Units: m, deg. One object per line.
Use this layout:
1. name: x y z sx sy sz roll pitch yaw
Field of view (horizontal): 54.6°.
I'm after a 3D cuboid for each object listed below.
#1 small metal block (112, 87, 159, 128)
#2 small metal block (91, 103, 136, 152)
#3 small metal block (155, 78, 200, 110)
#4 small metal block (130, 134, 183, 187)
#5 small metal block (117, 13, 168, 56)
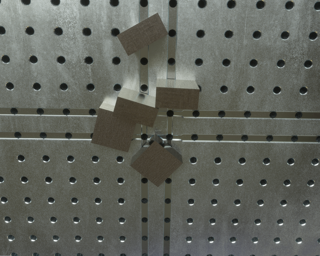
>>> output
1. small metal block: -0.029 -0.027 0.390 0.050 0.050 0.025 16 109 -6
2. small metal block: -0.059 -0.001 0.413 0.050 0.025 0.050 15 109 -6
3. small metal block: 0.020 -0.043 0.384 0.050 0.050 0.025 3 110 -1
4. small metal block: -0.005 0.045 0.430 0.050 0.025 0.050 40 105 -14
5. small metal block: -0.019 -0.110 0.359 0.050 0.050 0.025 -26 108 9
